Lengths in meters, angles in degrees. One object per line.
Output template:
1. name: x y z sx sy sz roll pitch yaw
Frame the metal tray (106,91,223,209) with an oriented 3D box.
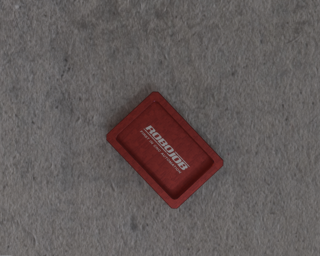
1. metal tray: 0.006 0.028 0.407 0.090 0.030 0.130 -43 90 0
